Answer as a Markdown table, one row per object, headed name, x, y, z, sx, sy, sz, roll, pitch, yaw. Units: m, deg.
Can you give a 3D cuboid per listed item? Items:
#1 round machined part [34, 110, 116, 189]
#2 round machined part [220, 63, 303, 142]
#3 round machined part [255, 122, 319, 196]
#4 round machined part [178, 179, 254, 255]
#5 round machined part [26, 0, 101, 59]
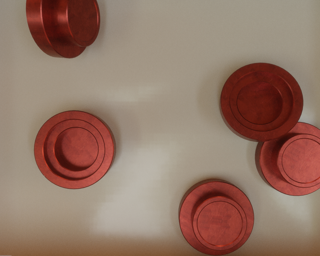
| name | x | y | z | sx | sy | sz | roll | pitch | yaw |
| --- | --- | --- | --- | --- | --- | --- | --- | --- | --- |
| round machined part | -0.106 | 0.027 | 0.402 | 0.099 | 0.042 | 0.097 | 0 | 90 | 0 |
| round machined part | 0.126 | -0.030 | 0.398 | 0.099 | 0.042 | 0.097 | -1 | 81 | 6 |
| round machined part | 0.179 | 0.040 | 0.404 | 0.099 | 0.042 | 0.097 | 0 | 90 | 0 |
| round machined part | 0.074 | 0.118 | 0.403 | 0.099 | 0.042 | 0.097 | 0 | 90 | 0 |
| round machined part | -0.107 | -0.133 | 0.370 | 0.042 | 0.098 | 0.097 | 8 | 90 | 19 |
